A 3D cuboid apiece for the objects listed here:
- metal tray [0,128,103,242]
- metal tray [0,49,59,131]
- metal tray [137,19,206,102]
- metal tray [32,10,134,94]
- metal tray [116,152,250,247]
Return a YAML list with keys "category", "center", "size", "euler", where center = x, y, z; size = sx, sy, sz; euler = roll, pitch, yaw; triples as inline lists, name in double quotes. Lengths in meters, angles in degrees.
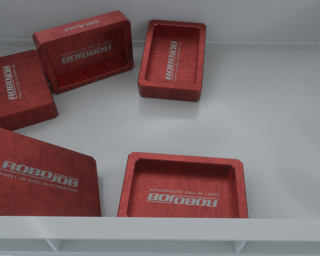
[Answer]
- category: "metal tray"
  center: [-0.122, 0.055, 0.301]
  size: [0.131, 0.030, 0.090]
  euler: [25, 36, -39]
- category: "metal tray"
  center: [-0.208, -0.056, 0.446]
  size: [0.091, 0.030, 0.130]
  euler: [-19, 53, -16]
- category: "metal tray"
  center: [0.021, -0.105, 0.472]
  size: [0.091, 0.030, 0.130]
  euler: [6, 63, 4]
- category: "metal tray"
  center: [-0.106, -0.110, 0.453]
  size: [0.131, 0.089, 0.030]
  euler: [-23, 54, -19]
- category: "metal tray"
  center: [0.025, 0.075, 0.339]
  size: [0.131, 0.030, 0.090]
  euler: [4, 50, 3]
